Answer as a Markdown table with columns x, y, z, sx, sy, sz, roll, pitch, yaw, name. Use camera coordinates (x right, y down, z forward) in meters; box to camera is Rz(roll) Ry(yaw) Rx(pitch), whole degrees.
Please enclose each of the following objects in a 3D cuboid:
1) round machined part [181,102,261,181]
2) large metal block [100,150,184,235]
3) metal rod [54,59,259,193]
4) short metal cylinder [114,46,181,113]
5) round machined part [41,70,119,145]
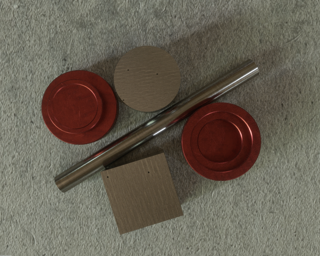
| x | y | z | sx | sy | sz | roll | pitch | yaw | name |
| --- | --- | --- | --- | --- | --- | --- | --- | --- | --- |
| 0.076 | 0.017 | 0.403 | 0.099 | 0.042 | 0.097 | 0 | 90 | 0 | round machined part |
| -0.022 | 0.079 | 0.399 | 0.080 | 0.050 | 0.080 | -17 | 90 | 0 | large metal block |
| -0.004 | -0.003 | 0.412 | 0.301 | 0.025 | 0.025 | -31 | 90 | 0 | metal rod |
| -0.015 | -0.060 | 0.398 | 0.081 | 0.050 | 0.079 | 0 | 90 | 0 | short metal cylinder |
| -0.105 | -0.027 | 0.401 | 0.099 | 0.042 | 0.097 | 0 | 90 | 0 | round machined part |
